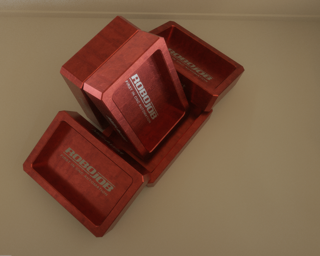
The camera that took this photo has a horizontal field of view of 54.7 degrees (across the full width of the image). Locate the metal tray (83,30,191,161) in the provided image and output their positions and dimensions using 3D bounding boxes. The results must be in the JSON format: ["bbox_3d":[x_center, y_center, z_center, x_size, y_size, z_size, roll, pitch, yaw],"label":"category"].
[{"bbox_3d":[-0.017,-0.031,0.350,0.030,0.130,0.090,31,71,35],"label":"metal tray"}]

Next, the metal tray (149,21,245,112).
[{"bbox_3d":[0.038,-0.088,0.420,0.130,0.030,0.090,37,49,12],"label":"metal tray"}]

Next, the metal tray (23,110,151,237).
[{"bbox_3d":[-0.088,0.051,0.367,0.130,0.030,0.090,38,98,12],"label":"metal tray"}]

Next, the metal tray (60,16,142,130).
[{"bbox_3d":[-0.059,-0.059,0.372,0.030,0.130,0.090,38,75,13],"label":"metal tray"}]

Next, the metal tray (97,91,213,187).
[{"bbox_3d":[-0.005,0.000,0.405,0.090,0.030,0.130,37,74,12],"label":"metal tray"}]
